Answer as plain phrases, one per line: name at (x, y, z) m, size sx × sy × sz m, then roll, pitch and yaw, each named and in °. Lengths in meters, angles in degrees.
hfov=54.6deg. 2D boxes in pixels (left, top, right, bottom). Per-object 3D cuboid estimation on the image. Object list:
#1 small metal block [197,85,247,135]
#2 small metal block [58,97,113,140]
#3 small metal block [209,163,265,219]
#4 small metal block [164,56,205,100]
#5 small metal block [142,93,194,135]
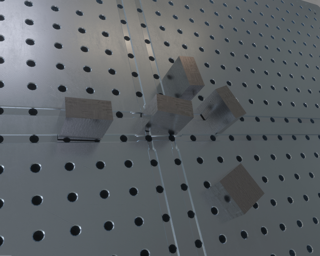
small metal block at (0.090, -0.026, 0.455) m, size 0.025 × 0.050 × 0.050 m, roll -23°, pitch 74°, yaw -36°
small metal block at (-0.086, -0.009, 0.351) m, size 0.050 × 0.050 × 0.025 m, roll 3°, pitch 61°, yaw -27°
small metal block at (0.102, 0.083, 0.412) m, size 0.050 × 0.025 × 0.050 m, roll -29°, pitch 78°, yaw -37°
small metal block at (0.034, -0.069, 0.452) m, size 0.025 × 0.050 × 0.050 m, roll -3°, pitch 63°, yaw -30°
small metal block at (0.009, -0.016, 0.406) m, size 0.050 × 0.050 × 0.025 m, roll 10°, pitch 58°, yaw -23°
